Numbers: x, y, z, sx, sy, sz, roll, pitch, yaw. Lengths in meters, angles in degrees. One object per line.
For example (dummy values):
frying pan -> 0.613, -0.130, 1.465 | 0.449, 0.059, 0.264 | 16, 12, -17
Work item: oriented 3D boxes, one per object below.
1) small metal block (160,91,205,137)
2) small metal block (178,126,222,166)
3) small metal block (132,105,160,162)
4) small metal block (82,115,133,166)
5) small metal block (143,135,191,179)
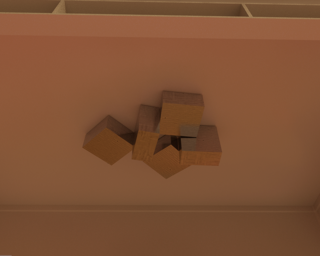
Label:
small metal block -> 0.025, -0.017, 0.393 | 0.050, 0.025, 0.050 | 5, 130, -5
small metal block -> 0.051, 0.022, 0.410 | 0.050, 0.050, 0.025 | 2, 130, -3
small metal block -> -0.018, 0.007, 0.395 | 0.025, 0.050, 0.050 | 10, 129, -9
small metal block -> -0.068, 0.018, 0.421 | 0.050, 0.025, 0.050 | -37, 122, 27
small metal block -> 0.012, 0.040, 0.441 | 0.050, 0.025, 0.050 | -33, 123, 24
